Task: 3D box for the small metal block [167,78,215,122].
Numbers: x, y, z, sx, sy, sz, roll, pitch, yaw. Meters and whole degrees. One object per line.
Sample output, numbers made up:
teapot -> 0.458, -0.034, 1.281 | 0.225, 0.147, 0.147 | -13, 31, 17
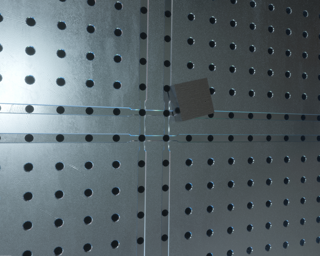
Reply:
small metal block -> 0.043, -0.039, 0.430 | 0.050, 0.025, 0.050 | -15, 95, -20
